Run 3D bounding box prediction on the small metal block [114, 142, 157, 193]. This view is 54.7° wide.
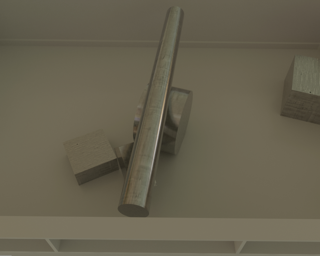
[{"bbox_3d":[-0.028,0.041,0.341,0.025,0.050,0.050,-18,90,-15],"label":"small metal block"}]

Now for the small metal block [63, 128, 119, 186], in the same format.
[{"bbox_3d":[-0.084,0.034,0.375,0.050,0.025,0.050,-21,53,-17],"label":"small metal block"}]

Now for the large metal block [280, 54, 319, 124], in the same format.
[{"bbox_3d":[0.221,-0.053,0.436,0.080,0.050,0.080,15,51,11],"label":"large metal block"}]

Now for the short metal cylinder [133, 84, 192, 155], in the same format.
[{"bbox_3d":[0.005,-0.012,0.380,0.050,0.080,0.080,14,52,11],"label":"short metal cylinder"}]

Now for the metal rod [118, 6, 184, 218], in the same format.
[{"bbox_3d":[0.000,-0.047,0.340,0.025,0.025,0.300,7,50,5],"label":"metal rod"}]
